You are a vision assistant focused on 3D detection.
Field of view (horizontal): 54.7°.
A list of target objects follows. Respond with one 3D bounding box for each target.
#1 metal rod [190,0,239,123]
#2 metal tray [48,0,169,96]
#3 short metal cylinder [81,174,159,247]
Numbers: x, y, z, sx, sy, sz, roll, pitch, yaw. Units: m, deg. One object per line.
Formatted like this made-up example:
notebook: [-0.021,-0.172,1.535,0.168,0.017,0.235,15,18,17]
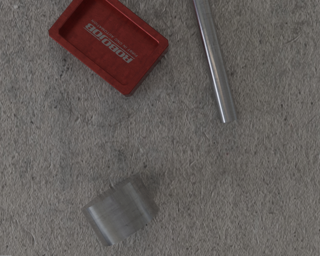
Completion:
metal rod: [0.056,-0.154,0.410,0.025,0.025,0.298,-14,90,0]
metal tray: [-0.065,-0.114,0.406,0.130,0.030,0.090,39,90,0]
short metal cylinder: [-0.049,0.099,0.382,0.080,0.080,0.050,-31,90,0]
